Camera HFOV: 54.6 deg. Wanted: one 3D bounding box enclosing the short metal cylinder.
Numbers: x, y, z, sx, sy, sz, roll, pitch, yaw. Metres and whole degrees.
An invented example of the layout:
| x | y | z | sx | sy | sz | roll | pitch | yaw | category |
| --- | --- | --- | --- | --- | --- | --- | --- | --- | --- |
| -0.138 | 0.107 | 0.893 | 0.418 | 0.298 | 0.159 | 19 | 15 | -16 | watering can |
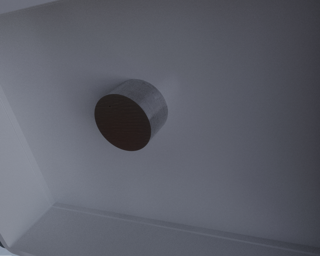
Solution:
| x | y | z | sx | sy | sz | roll | pitch | yaw | category |
| --- | --- | --- | --- | --- | --- | --- | --- | --- | --- |
| -0.037 | -0.017 | 0.402 | 0.080 | 0.050 | 0.080 | 13 | 124 | 21 | short metal cylinder |
